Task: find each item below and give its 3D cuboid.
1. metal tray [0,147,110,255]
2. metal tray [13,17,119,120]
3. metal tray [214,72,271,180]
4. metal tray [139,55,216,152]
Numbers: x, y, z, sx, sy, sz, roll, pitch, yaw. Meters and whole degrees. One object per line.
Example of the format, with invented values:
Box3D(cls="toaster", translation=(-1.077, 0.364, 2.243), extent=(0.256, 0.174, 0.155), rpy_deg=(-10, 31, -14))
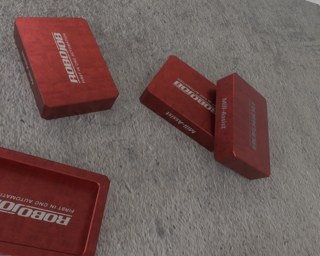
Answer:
Box3D(cls="metal tray", translation=(-0.121, 0.075, 0.289), extent=(0.131, 0.030, 0.090), rpy_deg=(19, 54, -17))
Box3D(cls="metal tray", translation=(-0.117, -0.079, 0.385), extent=(0.091, 0.030, 0.130), rpy_deg=(-13, 69, -33))
Box3D(cls="metal tray", translation=(0.117, -0.002, 0.438), extent=(0.090, 0.030, 0.130), rpy_deg=(30, 55, -35))
Box3D(cls="metal tray", translation=(0.047, -0.037, 0.448), extent=(0.130, 0.030, 0.090), rpy_deg=(35, 51, -5))
